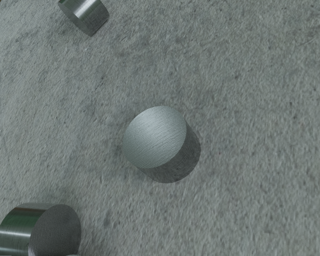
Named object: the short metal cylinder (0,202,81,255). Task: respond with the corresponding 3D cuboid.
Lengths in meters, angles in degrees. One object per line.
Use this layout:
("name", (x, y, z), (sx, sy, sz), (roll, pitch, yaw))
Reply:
("short metal cylinder", (-0.138, 0.129, 0.360), (0.050, 0.080, 0.080), (-4, 60, 26))

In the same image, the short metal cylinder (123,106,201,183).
("short metal cylinder", (0.003, 0.020, 0.373), (0.080, 0.050, 0.080), (-13, 56, 20))

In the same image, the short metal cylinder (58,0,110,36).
("short metal cylinder", (-0.141, -0.218, 0.574), (0.050, 0.080, 0.080), (-49, 52, -6))
